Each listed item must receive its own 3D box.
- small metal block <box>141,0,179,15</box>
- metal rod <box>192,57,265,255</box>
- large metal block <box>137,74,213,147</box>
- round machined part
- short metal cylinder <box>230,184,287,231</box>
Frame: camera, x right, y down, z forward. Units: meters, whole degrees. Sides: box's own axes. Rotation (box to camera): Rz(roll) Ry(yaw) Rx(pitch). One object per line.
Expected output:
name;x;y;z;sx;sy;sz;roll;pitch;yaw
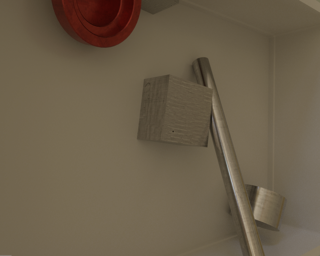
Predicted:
small metal block;-0.011;-0.168;0.382;0.050;0.050;0.025;8;85;-40
metal rod;0.088;0.038;0.409;0.025;0.025;0.299;7;62;-40
large metal block;0.021;-0.019;0.410;0.081;0.050;0.080;11;83;-40
round machined part;-0.070;-0.137;0.326;0.099;0.042;0.097;-23;123;-41
short metal cylinder;0.161;0.131;0.510;0.080;0.080;0.050;34;69;-35
